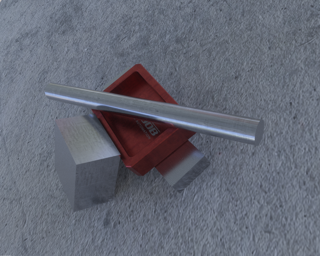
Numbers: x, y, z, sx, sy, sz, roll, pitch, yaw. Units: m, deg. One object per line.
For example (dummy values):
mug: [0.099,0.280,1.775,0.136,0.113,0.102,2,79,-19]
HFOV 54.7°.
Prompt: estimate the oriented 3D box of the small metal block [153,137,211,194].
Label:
small metal block: [0.023,0.040,0.368,0.050,0.025,0.050,-43,51,-2]

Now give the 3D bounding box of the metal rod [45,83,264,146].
metal rod: [-0.032,-0.024,0.365,0.300,0.025,0.025,13,68,33]

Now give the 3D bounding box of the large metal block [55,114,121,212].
large metal block: [-0.093,0.041,0.381,0.050,0.079,0.080,-11,43,-30]

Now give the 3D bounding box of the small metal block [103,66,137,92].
small metal block: [-0.050,-0.057,0.465,0.050,0.025,0.050,-39,51,2]

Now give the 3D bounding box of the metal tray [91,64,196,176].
metal tray: [-0.026,-0.015,0.391,0.090,0.030,0.130,-39,51,1]
